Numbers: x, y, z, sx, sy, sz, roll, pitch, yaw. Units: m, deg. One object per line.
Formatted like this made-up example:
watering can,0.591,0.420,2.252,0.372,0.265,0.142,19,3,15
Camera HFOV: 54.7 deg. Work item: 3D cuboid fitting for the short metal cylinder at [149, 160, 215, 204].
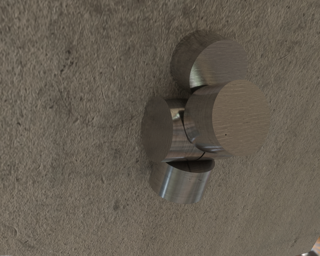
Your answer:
short metal cylinder,0.029,0.059,0.427,0.081,0.080,0.050,0,118,-29

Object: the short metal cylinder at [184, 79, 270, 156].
short metal cylinder,0.074,-0.010,0.342,0.081,0.050,0.079,0,90,-29

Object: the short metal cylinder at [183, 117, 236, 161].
short metal cylinder,0.063,0.003,0.410,0.050,0.080,0.079,1,118,-28

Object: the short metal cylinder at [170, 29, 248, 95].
short metal cylinder,0.059,-0.075,0.381,0.081,0.050,0.079,-14,125,-21

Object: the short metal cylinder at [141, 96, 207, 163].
short metal cylinder,0.017,0.002,0.385,0.050,0.080,0.079,1,118,-29
